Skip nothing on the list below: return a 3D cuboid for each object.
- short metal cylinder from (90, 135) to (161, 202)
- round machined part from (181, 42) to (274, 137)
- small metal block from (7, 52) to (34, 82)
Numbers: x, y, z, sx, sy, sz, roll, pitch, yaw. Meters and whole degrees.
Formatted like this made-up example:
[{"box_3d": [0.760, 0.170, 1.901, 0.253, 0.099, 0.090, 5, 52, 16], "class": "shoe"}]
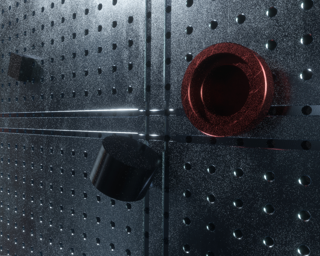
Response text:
[{"box_3d": [-0.046, 0.052, 0.409, 0.080, 0.081, 0.050, 37, 113, 33], "class": "short metal cylinder"}, {"box_3d": [0.075, -0.039, 0.335, 0.098, 0.042, 0.097, 0, 90, 39], "class": "round machined part"}, {"box_3d": [-0.291, -0.127, 0.645, 0.050, 0.025, 0.050, 25, 105, 37], "class": "small metal block"}]
